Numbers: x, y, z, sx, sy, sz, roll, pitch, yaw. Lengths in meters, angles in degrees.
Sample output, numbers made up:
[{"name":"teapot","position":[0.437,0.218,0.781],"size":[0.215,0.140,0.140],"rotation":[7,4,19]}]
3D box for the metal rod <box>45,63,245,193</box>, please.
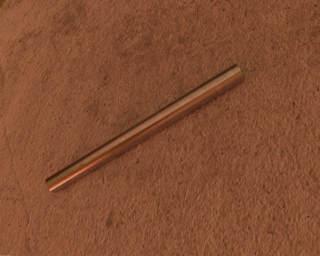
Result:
[{"name":"metal rod","position":[-0.025,0.004,0.417],"size":[0.300,0.025,0.025],"rotation":[-31,52,8]}]
